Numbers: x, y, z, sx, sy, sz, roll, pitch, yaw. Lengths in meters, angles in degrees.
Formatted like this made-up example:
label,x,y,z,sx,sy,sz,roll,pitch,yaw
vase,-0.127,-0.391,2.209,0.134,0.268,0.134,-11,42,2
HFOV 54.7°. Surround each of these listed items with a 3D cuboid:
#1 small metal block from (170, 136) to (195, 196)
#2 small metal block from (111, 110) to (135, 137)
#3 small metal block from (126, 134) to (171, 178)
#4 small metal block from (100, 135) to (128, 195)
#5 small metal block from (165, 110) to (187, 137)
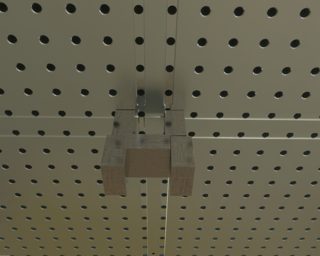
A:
label,x,y,z,sx,sy,sz,roll,pitch,yaw
small metal block,0.025,0.045,0.366,0.025,0.050,0.050,1,130,-1
small metal block,-0.046,0.012,0.403,0.025,0.050,0.050,0,130,-1
small metal block,-0.014,0.034,0.376,0.050,0.025,0.050,0,130,-1
small metal block,-0.051,0.044,0.365,0.025,0.050,0.050,1,130,-1
small metal block,0.019,0.012,0.405,0.025,0.050,0.050,-1,130,0
